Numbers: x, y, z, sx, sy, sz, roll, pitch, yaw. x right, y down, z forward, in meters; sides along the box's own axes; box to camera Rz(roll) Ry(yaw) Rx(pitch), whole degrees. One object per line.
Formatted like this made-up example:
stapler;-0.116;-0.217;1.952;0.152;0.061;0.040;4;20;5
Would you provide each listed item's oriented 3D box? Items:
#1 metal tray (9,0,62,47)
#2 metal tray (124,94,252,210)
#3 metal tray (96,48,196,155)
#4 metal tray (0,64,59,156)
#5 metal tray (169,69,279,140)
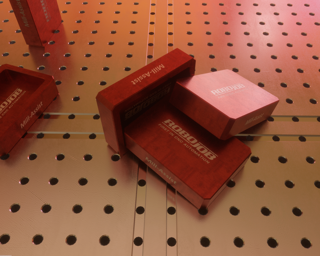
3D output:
metal tray;-0.210;-0.216;0.520;0.030;0.129;0.090;7;51;6
metal tray;0.031;0.023;0.377;0.130;0.030;0.090;38;60;21
metal tray;-0.013;-0.034;0.393;0.131;0.090;0.030;-35;58;-26
metal tray;-0.215;-0.030;0.428;0.090;0.030;0.130;16;52;13
metal tray;0.086;-0.037;0.404;0.090;0.030;0.131;39;37;27
